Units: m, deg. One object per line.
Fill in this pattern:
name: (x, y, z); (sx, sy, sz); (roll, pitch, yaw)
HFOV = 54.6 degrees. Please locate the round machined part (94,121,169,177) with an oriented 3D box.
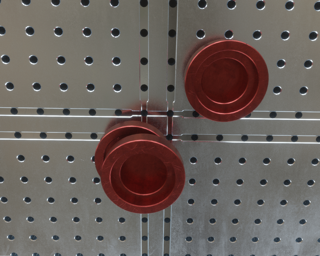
round machined part: (-0.035, 0.036, 0.417); (0.099, 0.042, 0.097); (0, 110, 0)

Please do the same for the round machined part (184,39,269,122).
round machined part: (0.078, -0.060, 0.383); (0.099, 0.042, 0.097); (0, 110, 0)

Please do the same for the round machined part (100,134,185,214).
round machined part: (-0.020, 0.052, 0.378); (0.099, 0.042, 0.097); (0, 110, 0)
